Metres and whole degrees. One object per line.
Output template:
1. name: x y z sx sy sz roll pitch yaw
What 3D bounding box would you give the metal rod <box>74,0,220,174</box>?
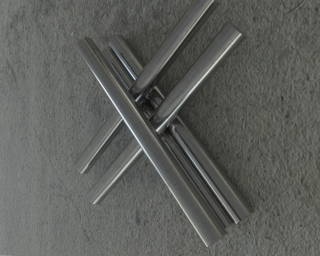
1. metal rod: -0.032 -0.040 0.398 0.299 0.025 0.025 -49 61 28

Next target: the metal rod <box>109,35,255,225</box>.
1. metal rod: 0.014 -0.015 0.393 0.025 0.025 0.299 -49 61 28

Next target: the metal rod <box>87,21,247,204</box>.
1. metal rod: -0.009 0.001 0.379 0.299 0.025 0.025 -49 61 28

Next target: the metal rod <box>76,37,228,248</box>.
1. metal rod: -0.024 -0.003 0.359 0.025 0.025 0.299 -50 61 28

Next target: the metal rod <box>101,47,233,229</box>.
1. metal rod: -0.002 -0.001 0.406 0.025 0.025 0.299 -49 61 28
